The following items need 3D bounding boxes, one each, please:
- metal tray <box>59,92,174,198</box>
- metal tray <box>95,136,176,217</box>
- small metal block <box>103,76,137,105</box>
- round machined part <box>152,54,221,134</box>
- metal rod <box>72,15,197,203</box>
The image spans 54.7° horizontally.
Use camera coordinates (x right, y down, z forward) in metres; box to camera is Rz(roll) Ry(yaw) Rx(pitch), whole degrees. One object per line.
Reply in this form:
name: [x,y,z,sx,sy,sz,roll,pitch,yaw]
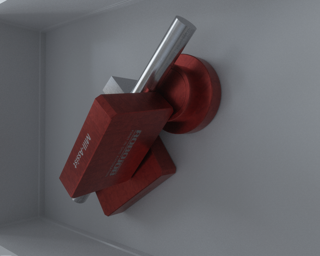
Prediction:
metal tray: [-0.050,0.019,0.353,0.030,0.091,0.129,49,125,25]
metal tray: [-0.047,0.056,0.438,0.129,0.030,0.090,-42,65,31]
small metal block: [-0.041,-0.042,0.420,0.025,0.050,0.050,-52,60,27]
round machined part: [0.020,-0.041,0.375,0.098,0.042,0.097,0,90,39]
metal rod: [-0.048,-0.002,0.391,0.025,0.025,0.298,52,124,27]
